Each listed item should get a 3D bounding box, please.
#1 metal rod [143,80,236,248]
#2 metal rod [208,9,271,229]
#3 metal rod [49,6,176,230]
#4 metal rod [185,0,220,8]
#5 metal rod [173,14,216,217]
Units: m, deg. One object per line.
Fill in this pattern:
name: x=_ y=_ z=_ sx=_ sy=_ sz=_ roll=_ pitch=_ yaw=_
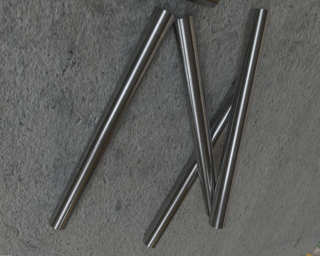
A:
metal rod: x=0.050 y=0.064 z=0.473 sx=0.025 sy=0.025 sz=0.298 roll=17 pitch=110 yaw=-35
metal rod: x=0.104 y=-0.003 z=0.420 sx=0.025 sy=0.025 sz=0.298 roll=1 pitch=105 yaw=-29
metal rod: x=-0.064 y=0.001 z=0.371 sx=0.025 sy=0.025 sz=0.298 roll=18 pitch=109 yaw=-35
metal rod: x=-0.070 y=-0.155 z=0.272 sx=0.302 sy=0.025 sz=0.025 roll=3 pitch=117 yaw=-30
metal rod: x=0.054 y=0.004 z=0.415 sx=0.025 sy=0.025 sz=0.298 roll=-22 pitch=120 yaw=-16
